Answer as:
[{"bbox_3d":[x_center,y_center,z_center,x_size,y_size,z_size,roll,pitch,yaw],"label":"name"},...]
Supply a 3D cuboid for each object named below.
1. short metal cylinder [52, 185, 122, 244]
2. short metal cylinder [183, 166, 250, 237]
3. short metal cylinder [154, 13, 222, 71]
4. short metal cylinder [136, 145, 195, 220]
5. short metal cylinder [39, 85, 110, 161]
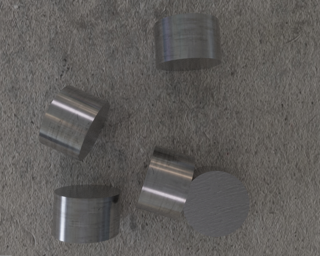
[{"bbox_3d":[-0.089,0.102,0.382,0.080,0.080,0.050,3,90,0],"label":"short metal cylinder"},{"bbox_3d":[0.068,0.091,0.398,0.081,0.050,0.080,0,90,0],"label":"short metal cylinder"},{"bbox_3d":[0.034,-0.103,0.382,0.080,0.080,0.050,-3,90,0],"label":"short metal cylinder"},{"bbox_3d":[0.007,0.066,0.382,0.050,0.080,0.080,18,90,0],"label":"short metal cylinder"},{"bbox_3d":[-0.103,-0.006,0.382,0.050,0.080,0.080,25,90,0],"label":"short metal cylinder"}]
